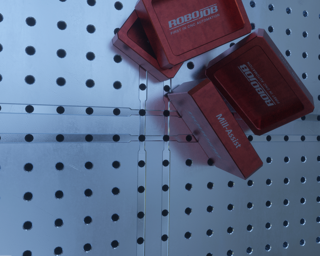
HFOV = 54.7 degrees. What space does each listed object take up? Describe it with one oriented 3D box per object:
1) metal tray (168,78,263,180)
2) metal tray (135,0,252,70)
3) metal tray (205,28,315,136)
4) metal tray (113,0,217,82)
[{"bbox_3d":[0.068,0.000,0.403,0.030,0.090,0.130,-37,102,-10],"label":"metal tray"},{"bbox_3d":[0.045,-0.140,0.395,0.131,0.030,0.090,-27,99,-19],"label":"metal tray"},{"bbox_3d":[0.137,-0.058,0.429,0.130,0.090,0.030,47,37,-16],"label":"metal tray"},{"bbox_3d":[0.010,-0.140,0.414,0.090,0.030,0.130,37,78,-17],"label":"metal tray"}]
